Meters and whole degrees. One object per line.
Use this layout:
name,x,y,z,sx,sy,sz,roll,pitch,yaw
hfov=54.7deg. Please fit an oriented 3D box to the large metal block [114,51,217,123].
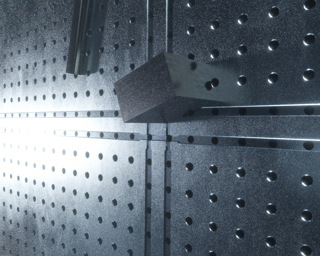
large metal block,0.007,-0.043,0.368,0.080,0.081,0.050,-24,75,37

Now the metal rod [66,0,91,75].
metal rod,-0.123,-0.238,0.511,0.025,0.025,0.298,17,100,39
